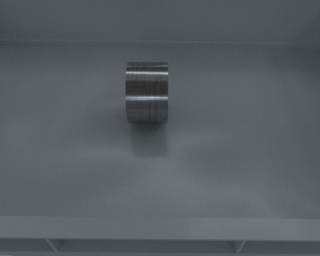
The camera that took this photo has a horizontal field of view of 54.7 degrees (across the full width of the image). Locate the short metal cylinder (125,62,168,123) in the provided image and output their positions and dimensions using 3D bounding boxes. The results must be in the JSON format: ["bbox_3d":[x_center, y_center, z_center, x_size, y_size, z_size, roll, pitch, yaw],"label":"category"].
[{"bbox_3d":[-0.016,-0.046,0.405,0.050,0.080,0.080,0,50,0],"label":"short metal cylinder"}]
